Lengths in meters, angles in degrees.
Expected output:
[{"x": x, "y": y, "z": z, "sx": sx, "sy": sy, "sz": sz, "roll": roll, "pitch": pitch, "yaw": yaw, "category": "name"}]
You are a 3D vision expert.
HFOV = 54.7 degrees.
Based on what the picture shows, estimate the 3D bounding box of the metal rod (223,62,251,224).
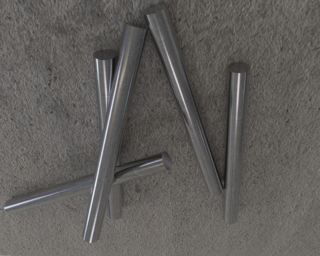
[{"x": 0.106, "y": 0.044, "z": 0.445, "sx": 0.025, "sy": 0.025, "sz": 0.298, "roll": -5, "pitch": 130, "yaw": 4, "category": "metal rod"}]

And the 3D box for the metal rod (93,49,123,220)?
[{"x": -0.069, "y": 0.033, "z": 0.434, "sx": 0.025, "sy": 0.025, "sz": 0.298, "roll": 2, "pitch": 130, "yaw": -2, "category": "metal rod"}]

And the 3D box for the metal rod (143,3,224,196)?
[{"x": 0.042, "y": -0.010, "z": 0.398, "sx": 0.025, "sy": 0.025, "sz": 0.299, "roll": -14, "pitch": 129, "yaw": 12, "category": "metal rod"}]

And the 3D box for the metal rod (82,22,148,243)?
[{"x": -0.061, "y": 0.025, "z": 0.381, "sx": 0.025, "sy": 0.025, "sz": 0.298, "roll": 11, "pitch": 115, "yaw": -10, "category": "metal rod"}]

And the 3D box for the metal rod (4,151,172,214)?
[{"x": -0.120, "y": 0.086, "z": 0.454, "sx": 0.300, "sy": 0.025, "sz": 0.025, "roll": -19, "pitch": 128, "yaw": 25, "category": "metal rod"}]
